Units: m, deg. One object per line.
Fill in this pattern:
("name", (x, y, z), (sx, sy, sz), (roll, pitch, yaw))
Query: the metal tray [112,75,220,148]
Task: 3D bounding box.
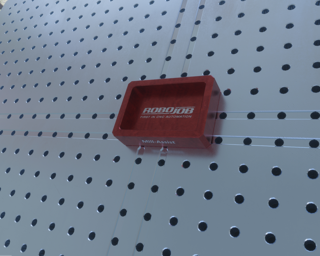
("metal tray", (0.008, -0.022, 0.415), (0.130, 0.030, 0.090), (0, 62, 28))
